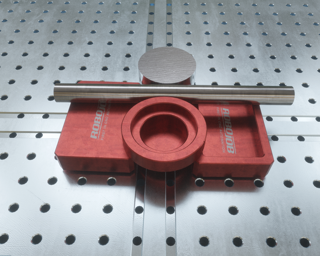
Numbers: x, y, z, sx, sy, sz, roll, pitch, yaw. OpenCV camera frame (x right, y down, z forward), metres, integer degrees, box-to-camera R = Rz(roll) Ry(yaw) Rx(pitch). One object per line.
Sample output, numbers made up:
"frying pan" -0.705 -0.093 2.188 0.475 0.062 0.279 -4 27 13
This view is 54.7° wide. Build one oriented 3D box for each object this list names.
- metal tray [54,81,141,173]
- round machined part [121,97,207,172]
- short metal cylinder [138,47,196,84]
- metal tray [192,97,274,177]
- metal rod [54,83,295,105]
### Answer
"metal tray" -0.073 -0.007 0.403 0.091 0.030 0.130 2 50 2
"round machined part" 0.005 0.011 0.370 0.099 0.042 0.098 0 50 0
"short metal cylinder" 0.010 -0.073 0.447 0.081 0.050 0.080 0 50 0
"metal tray" 0.085 0.000 0.400 0.091 0.030 0.130 1 50 0
"metal rod" 0.018 -0.044 0.400 0.302 0.025 0.025 1 50 0
